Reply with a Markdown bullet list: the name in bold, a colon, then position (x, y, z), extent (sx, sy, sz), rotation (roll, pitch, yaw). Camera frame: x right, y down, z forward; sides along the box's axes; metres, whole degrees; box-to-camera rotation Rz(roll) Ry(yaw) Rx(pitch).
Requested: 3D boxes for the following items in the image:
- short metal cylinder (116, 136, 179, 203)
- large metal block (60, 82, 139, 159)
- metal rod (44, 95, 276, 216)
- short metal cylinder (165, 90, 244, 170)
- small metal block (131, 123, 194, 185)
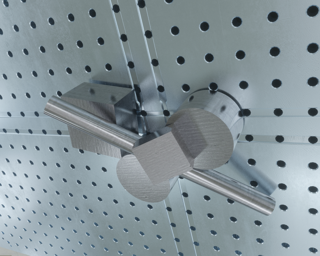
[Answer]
- **short metal cylinder**: position (-0.013, 0.056, 0.432), extent (0.080, 0.050, 0.079), rotation (13, 124, 21)
- **large metal block**: position (-0.079, -0.012, 0.422), extent (0.080, 0.050, 0.079), rotation (10, 123, 22)
- **metal rod**: position (0.005, 0.037, 0.381), extent (0.301, 0.025, 0.025), rotation (25, 129, -6)
- **short metal cylinder**: position (0.052, 0.002, 0.364), extent (0.080, 0.050, 0.079), rotation (13, 124, 21)
- **small metal block**: position (0.004, 0.030, 0.349), extent (0.050, 0.025, 0.050), rotation (-25, 105, 18)
